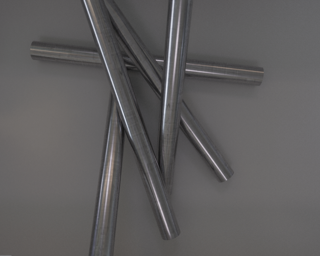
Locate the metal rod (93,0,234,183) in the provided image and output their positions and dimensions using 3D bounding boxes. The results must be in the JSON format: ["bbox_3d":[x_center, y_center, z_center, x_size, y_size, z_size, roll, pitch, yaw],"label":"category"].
[{"bbox_3d":[0.001,-0.055,0.390,0.025,0.025,0.299,-36,99,0],"label":"metal rod"}]

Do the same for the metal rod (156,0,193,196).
[{"bbox_3d":[0.015,-0.051,0.352,0.025,0.025,0.298,5,114,0],"label":"metal rod"}]

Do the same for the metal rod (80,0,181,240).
[{"bbox_3d":[-0.032,-0.006,0.369,0.025,0.025,0.298,-18,98,0],"label":"metal rod"}]

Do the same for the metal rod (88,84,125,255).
[{"bbox_3d":[-0.057,0.069,0.346,0.025,0.025,0.299,3,63,0],"label":"metal rod"}]

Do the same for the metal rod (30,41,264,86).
[{"bbox_3d":[-0.016,-0.085,0.411,0.302,0.025,0.025,7,90,0],"label":"metal rod"}]
